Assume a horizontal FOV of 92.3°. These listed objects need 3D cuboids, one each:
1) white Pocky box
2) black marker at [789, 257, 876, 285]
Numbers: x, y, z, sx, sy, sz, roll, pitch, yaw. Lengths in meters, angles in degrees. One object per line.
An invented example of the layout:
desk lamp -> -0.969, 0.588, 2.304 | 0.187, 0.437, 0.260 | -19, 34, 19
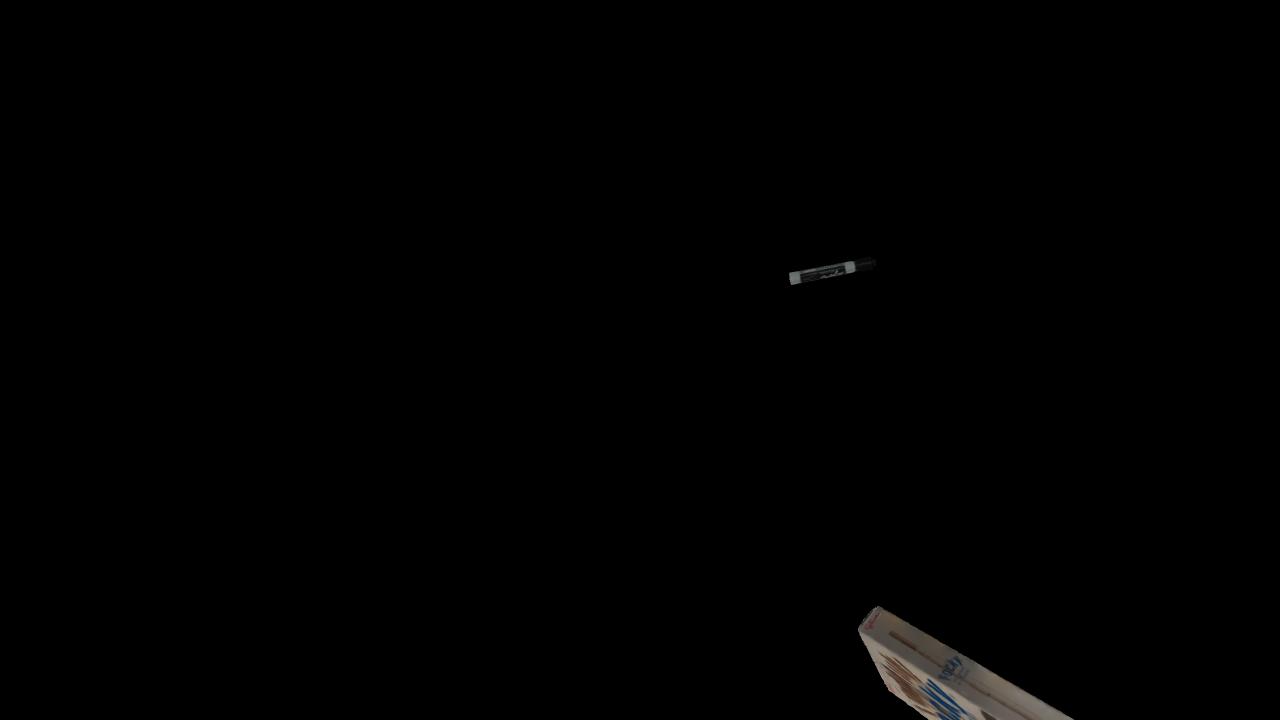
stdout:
white Pocky box -> 0.223, 0.231, 0.403 | 0.028, 0.084, 0.154 | -40, 27, -20
black marker -> 0.280, -0.130, 0.899 | 0.121, 0.020, 0.020 | -10, -3, 17
